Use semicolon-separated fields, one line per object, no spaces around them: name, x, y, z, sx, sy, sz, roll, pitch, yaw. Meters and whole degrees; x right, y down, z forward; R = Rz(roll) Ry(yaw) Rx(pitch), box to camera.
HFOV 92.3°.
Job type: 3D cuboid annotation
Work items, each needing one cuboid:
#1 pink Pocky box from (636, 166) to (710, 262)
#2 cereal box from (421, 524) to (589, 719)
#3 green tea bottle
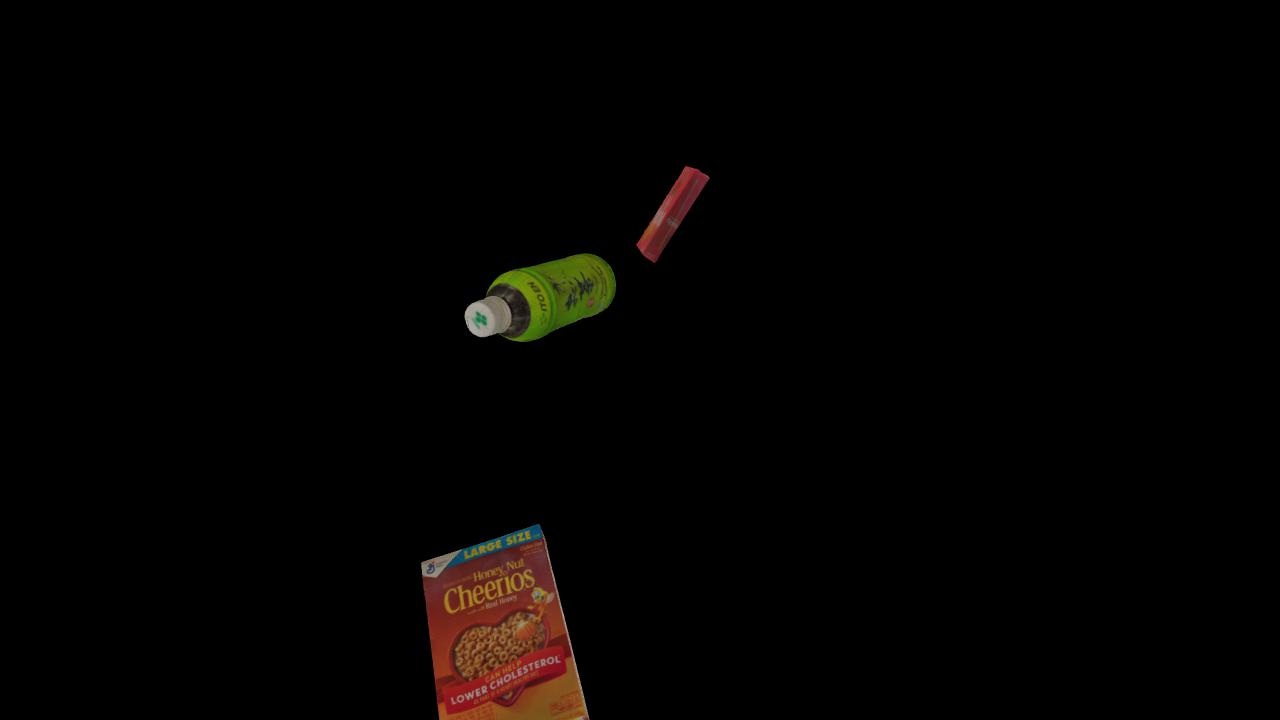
pink Pocky box;0.049;-0.234;0.982;0.029;0.155;0.084;29;14;-16
cereal box;-0.216;0.431;0.954;0.203;0.306;0.081;-15;-37;-11
green tea bottle;-0.096;-0.061;0.605;0.073;0.073;0.212;0;15;25
